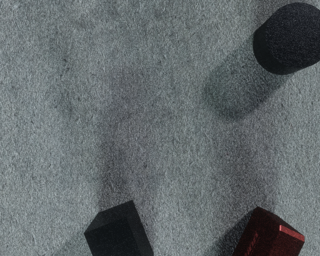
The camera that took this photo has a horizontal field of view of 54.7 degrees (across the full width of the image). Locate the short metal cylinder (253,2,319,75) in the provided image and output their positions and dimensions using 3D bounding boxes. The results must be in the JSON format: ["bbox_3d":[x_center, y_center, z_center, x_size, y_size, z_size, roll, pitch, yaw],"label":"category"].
[{"bbox_3d":[0.167,-0.112,0.399,0.081,0.050,0.080,0,90,0],"label":"short metal cylinder"}]

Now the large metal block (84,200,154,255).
[{"bbox_3d":[-0.046,0.144,0.382,0.050,0.080,0.080,-21,90,0],"label":"large metal block"}]

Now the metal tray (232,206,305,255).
[{"bbox_3d":[0.117,0.170,0.378,0.030,0.090,0.130,26,90,0],"label":"metal tray"}]
